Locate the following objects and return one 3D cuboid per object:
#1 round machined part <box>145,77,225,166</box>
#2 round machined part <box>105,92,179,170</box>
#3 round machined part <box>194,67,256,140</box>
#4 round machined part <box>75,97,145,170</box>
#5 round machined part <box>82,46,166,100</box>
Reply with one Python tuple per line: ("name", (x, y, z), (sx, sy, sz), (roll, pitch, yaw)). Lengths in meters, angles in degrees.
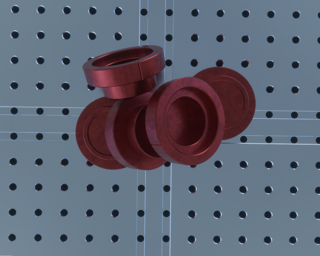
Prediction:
("round machined part", (0.025, -0.007, 0.357), (0.099, 0.042, 0.097), (1, 88, -33))
("round machined part", (-0.014, 0.003, 0.381), (0.099, 0.042, 0.097), (3, 85, -37))
("round machined part", (0.077, -0.032, 0.406), (0.099, 0.042, 0.097), (0, 90, -1))
("round machined part", (-0.061, 0.006, 0.404), (0.099, 0.042, 0.097), (0, 90, -1))
("round machined part", (-0.041, -0.068, 0.381), (0.099, 0.098, 0.042), (-12, 116, -1))
